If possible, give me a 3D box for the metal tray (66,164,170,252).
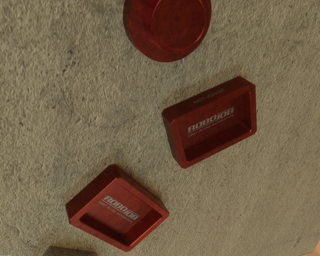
[{"bbox_3d":[-0.057,0.120,0.446,0.090,0.030,0.130,-42,130,1],"label":"metal tray"}]

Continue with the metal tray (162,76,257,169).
[{"bbox_3d":[0.074,-0.008,0.439,0.131,0.030,0.090,-25,128,-13],"label":"metal tray"}]

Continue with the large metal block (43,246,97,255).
[{"bbox_3d":[-0.141,0.226,0.453,0.080,0.050,0.080,28,103,-38],"label":"large metal block"}]

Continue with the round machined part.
[{"bbox_3d":[0.014,-0.117,0.331,0.099,0.042,0.097,-14,124,-21],"label":"round machined part"}]
